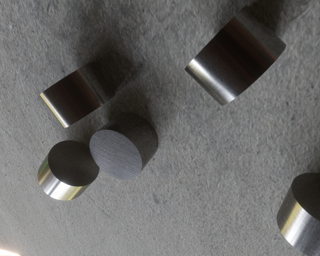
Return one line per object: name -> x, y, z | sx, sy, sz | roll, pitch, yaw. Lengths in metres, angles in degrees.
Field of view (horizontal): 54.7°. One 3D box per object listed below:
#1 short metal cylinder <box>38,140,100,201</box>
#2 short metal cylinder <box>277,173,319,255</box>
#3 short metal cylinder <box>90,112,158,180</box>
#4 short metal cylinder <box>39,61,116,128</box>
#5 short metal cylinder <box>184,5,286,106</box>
short metal cylinder -> -0.143, 0.066, 0.485 | 0.080, 0.080, 0.050 | 43, 129, -2
short metal cylinder -> 0.176, 0.094, 0.337 | 0.080, 0.080, 0.050 | 19, 126, 16
short metal cylinder -> -0.049, 0.025, 0.431 | 0.080, 0.050, 0.079 | 13, 124, 20
short metal cylinder -> -0.104, -0.043, 0.398 | 0.080, 0.080, 0.050 | -23, 106, 36
short metal cylinder -> 0.069, -0.067, 0.293 | 0.050, 0.080, 0.080 | 44, 129, -3
